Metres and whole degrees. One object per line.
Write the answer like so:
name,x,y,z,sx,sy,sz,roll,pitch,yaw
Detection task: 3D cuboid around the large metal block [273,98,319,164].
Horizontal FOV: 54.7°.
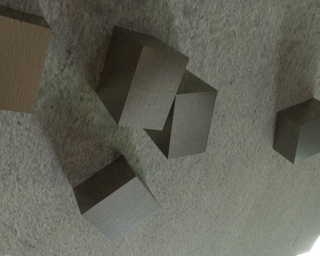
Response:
large metal block,0.247,0.004,0.532,0.081,0.050,0.079,-20,126,-17

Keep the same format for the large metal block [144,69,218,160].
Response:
large metal block,0.018,-0.021,0.369,0.050,0.080,0.079,-9,122,-24

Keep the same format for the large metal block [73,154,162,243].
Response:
large metal block,-0.057,0.097,0.421,0.080,0.050,0.080,-35,129,-6

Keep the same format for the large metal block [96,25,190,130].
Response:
large metal block,-0.023,-0.054,0.327,0.050,0.080,0.079,7,115,-32

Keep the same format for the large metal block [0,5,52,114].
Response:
large metal block,-0.148,-0.064,0.270,0.081,0.050,0.079,8,114,-32
